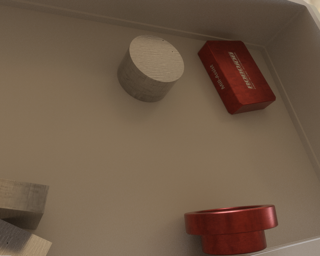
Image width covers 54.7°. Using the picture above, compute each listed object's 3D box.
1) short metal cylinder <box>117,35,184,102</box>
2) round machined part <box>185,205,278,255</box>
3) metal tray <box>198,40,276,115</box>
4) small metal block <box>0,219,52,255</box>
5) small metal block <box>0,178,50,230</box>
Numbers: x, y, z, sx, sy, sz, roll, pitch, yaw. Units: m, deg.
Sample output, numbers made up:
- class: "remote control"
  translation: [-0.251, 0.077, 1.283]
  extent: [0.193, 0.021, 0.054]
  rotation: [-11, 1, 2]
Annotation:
- class: "short metal cylinder"
  translation: [-0.014, -0.083, 0.434]
  extent: [0.081, 0.050, 0.080]
  rotation: [14, 56, -21]
- class: "round machined part"
  translation: [0.078, 0.110, 0.337]
  extent: [0.099, 0.098, 0.042]
  rotation: [1, 75, -28]
- class: "metal tray"
  translation: [0.131, -0.090, 0.531]
  extent: [0.091, 0.030, 0.130]
  rotation: [-10, 67, -33]
- class: "small metal block"
  translation: [-0.127, 0.112, 0.257]
  extent: [0.050, 0.025, 0.050]
  rotation: [29, 26, -10]
- class: "small metal block"
  translation: [-0.131, 0.069, 0.277]
  extent: [0.050, 0.050, 0.025]
  rotation: [14, 52, -21]
